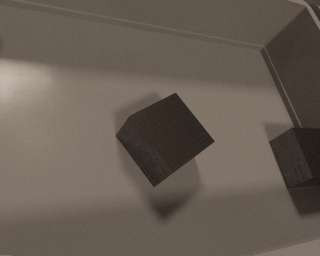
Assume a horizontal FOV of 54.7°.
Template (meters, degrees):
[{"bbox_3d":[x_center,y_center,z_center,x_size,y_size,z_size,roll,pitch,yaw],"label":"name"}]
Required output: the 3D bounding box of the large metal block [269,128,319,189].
[{"bbox_3d":[0.233,0.047,0.489,0.081,0.050,0.080,2,61,-28],"label":"large metal block"}]

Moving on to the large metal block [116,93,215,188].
[{"bbox_3d":[0.007,0.013,0.387,0.081,0.050,0.080,-31,79,-38],"label":"large metal block"}]
